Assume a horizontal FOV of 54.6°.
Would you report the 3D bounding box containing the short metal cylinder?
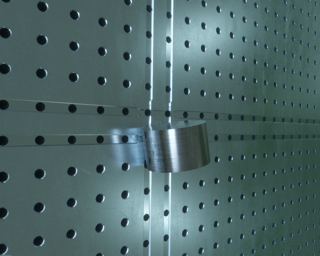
[{"bbox_3d":[0.020,0.021,0.389,0.081,0.080,0.050,-13,98,-39],"label":"short metal cylinder"}]
